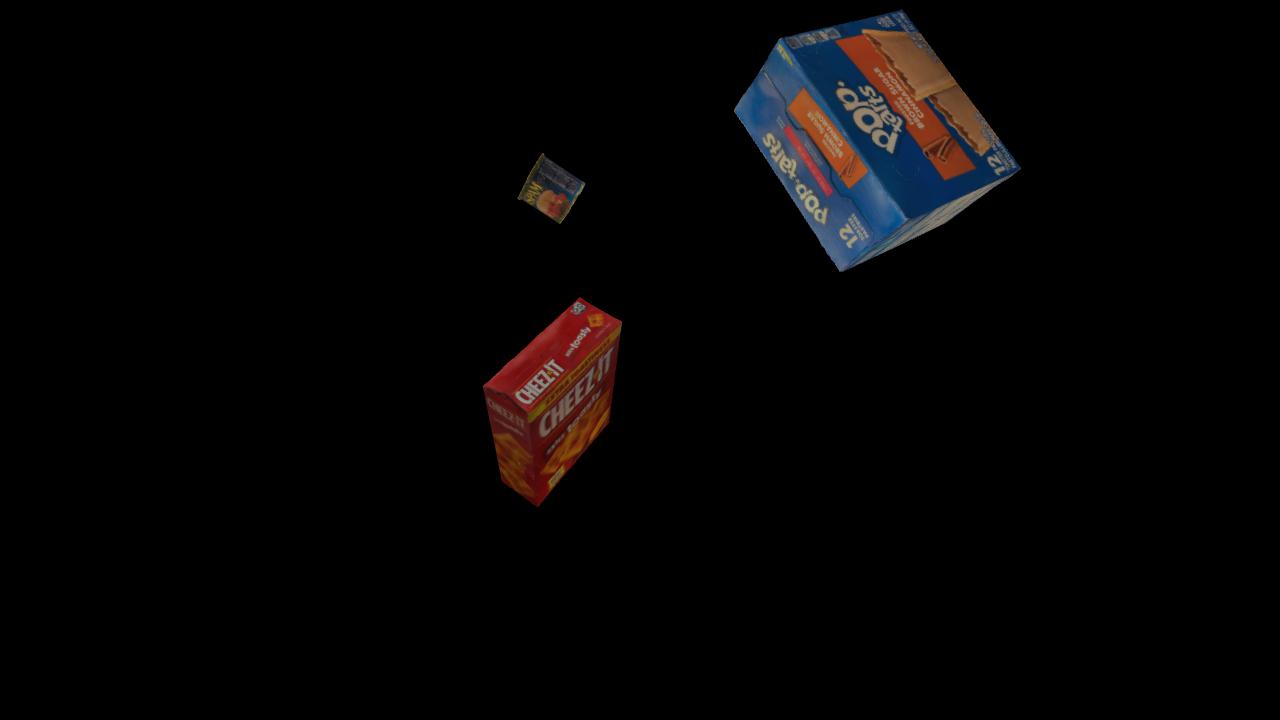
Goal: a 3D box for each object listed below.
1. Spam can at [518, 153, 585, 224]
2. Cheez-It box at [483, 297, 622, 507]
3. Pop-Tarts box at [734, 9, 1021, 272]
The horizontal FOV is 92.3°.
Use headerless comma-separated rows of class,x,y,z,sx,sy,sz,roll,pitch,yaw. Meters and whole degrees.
Spam can,-0.149,-0.285,1.035,0.085,0.058,0.101,30,-21,-15
Cheez-It box,-0.100,0.056,0.748,0.071,0.166,0.223,30,-35,16
Pop-Tarts box,0.186,-0.178,0.494,0.141,0.167,0.083,-25,-12,-24
